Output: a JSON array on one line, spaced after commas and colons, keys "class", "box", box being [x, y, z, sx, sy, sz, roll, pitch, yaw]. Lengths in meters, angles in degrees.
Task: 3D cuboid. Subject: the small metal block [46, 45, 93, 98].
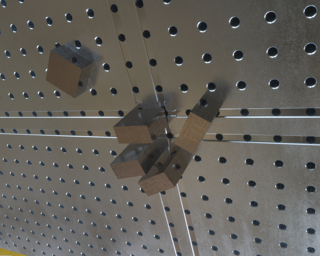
[{"class": "small metal block", "box": [-0.126, -0.078, 0.428, 0.050, 0.025, 0.050, 32, 128, 7]}]

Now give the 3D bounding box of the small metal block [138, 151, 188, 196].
[{"class": "small metal block", "box": [0.005, 0.064, 0.431, 0.050, 0.050, 0.025, -28, 103, 37]}]

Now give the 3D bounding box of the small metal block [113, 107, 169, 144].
[{"class": "small metal block", "box": [-0.024, -0.003, 0.404, 0.050, 0.050, 0.025, -2, 117, 29]}]

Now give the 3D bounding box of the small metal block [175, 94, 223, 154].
[{"class": "small metal block", "box": [0.046, -0.005, 0.367, 0.025, 0.050, 0.050, 30, 128, 9]}]

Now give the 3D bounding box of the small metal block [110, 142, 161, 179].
[{"class": "small metal block", "box": [-0.034, 0.045, 0.439, 0.050, 0.050, 0.025, -14, 111, 33]}]
